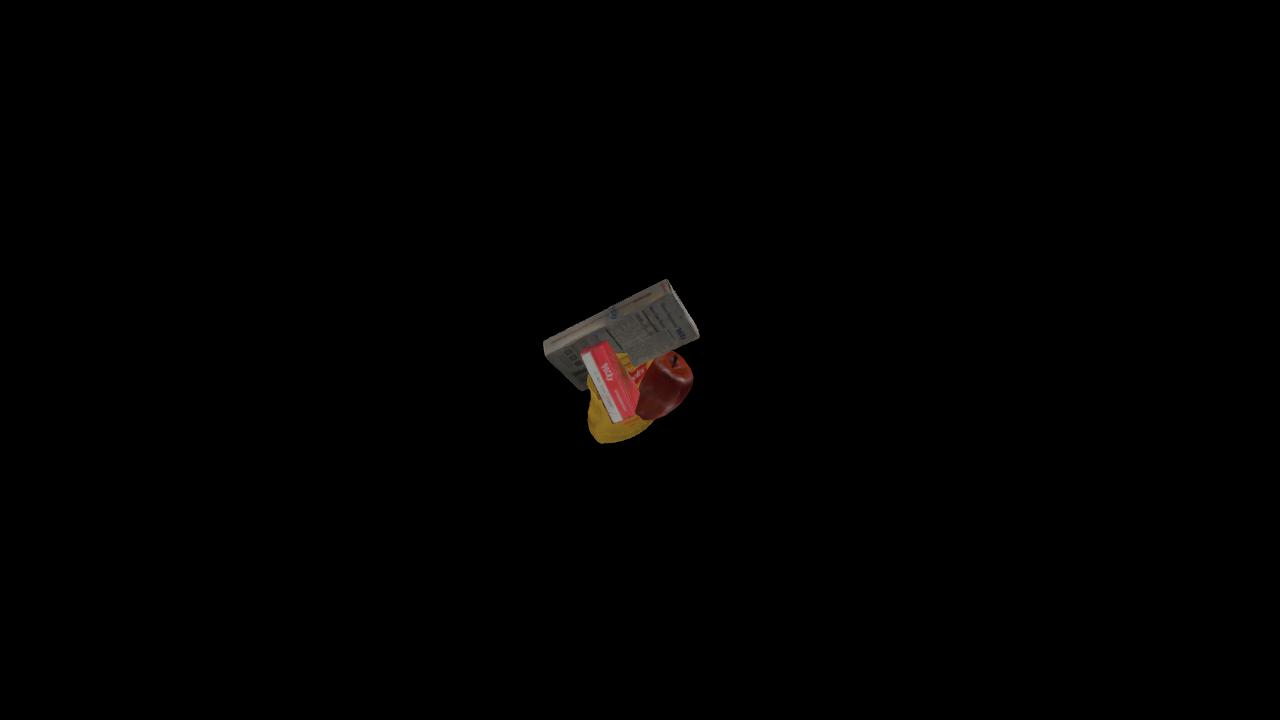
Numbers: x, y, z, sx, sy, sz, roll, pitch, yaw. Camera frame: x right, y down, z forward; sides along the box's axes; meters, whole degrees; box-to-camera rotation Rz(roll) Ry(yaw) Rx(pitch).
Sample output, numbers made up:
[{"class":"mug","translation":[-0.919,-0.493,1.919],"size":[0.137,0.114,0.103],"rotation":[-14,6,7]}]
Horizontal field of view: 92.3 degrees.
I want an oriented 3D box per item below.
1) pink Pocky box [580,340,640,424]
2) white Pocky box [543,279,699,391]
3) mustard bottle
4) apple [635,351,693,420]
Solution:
[{"class":"pink Pocky box","translation":[-0.028,0.010,0.707],"size":[0.029,0.084,0.155],"rotation":[-23,9,8]},{"class":"white Pocky box","translation":[-0.020,-0.023,0.674],"size":[0.154,0.028,0.084],"rotation":[-25,-42,12]},{"class":"mustard bottle","translation":[-0.024,0.013,0.722],"size":[0.092,0.184,0.054],"rotation":[-19,44,-18]},{"class":"apple","translation":[0.021,0.029,0.751],"size":[0.079,0.093,0.079],"rotation":[29,29,-17]}]
